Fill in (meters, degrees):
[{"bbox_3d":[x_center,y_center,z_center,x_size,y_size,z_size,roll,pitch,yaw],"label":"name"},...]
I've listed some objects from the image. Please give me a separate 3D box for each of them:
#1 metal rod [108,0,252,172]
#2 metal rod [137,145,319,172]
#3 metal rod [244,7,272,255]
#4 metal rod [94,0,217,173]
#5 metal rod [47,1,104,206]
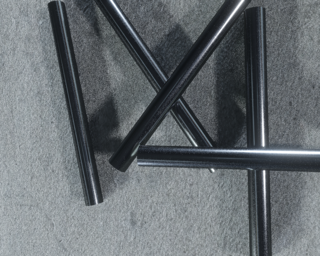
[{"bbox_3d":[0.035,-0.073,0.374,0.025,0.025,0.299,37,93,16],"label":"metal rod"},{"bbox_3d":[0.125,0.034,0.339,0.301,0.025,0.025,1,90,10],"label":"metal rod"},{"bbox_3d":[0.116,0.009,0.367,0.025,0.025,0.298,-1,89,19],"label":"metal rod"},{"bbox_3d":[-0.008,-0.073,0.410,0.025,0.025,0.299,-37,79,16],"label":"metal rod"},{"bbox_3d":[-0.124,-0.038,0.451,0.025,0.025,0.298,-13,86,19],"label":"metal rod"}]
